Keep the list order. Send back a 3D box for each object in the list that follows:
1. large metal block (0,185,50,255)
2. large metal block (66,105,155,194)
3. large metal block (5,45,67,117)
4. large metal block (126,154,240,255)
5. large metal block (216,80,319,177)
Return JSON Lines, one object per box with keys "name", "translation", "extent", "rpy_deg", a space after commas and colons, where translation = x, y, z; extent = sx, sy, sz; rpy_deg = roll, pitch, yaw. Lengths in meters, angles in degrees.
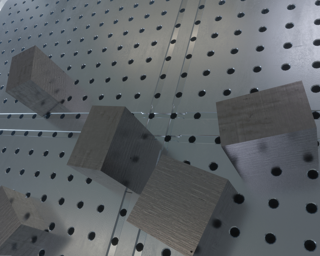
{"name": "large metal block", "translation": [-0.210, 0.139, 0.419], "extent": [0.080, 0.050, 0.080], "rpy_deg": [-48, 51, -5]}
{"name": "large metal block", "translation": [-0.057, 0.027, 0.387], "extent": [0.050, 0.080, 0.080], "rpy_deg": [4, 64, 30]}
{"name": "large metal block", "translation": [-0.208, -0.079, 0.532], "extent": [0.050, 0.080, 0.080], "rpy_deg": [-21, 54, 16]}
{"name": "large metal block", "translation": [0.026, 0.084, 0.328], "extent": [0.080, 0.050, 0.080], "rpy_deg": [18, 71, 35]}
{"name": "large metal block", "translation": [0.109, 0.006, 0.313], "extent": [0.080, 0.080, 0.050], "rpy_deg": [-14, 56, 21]}
